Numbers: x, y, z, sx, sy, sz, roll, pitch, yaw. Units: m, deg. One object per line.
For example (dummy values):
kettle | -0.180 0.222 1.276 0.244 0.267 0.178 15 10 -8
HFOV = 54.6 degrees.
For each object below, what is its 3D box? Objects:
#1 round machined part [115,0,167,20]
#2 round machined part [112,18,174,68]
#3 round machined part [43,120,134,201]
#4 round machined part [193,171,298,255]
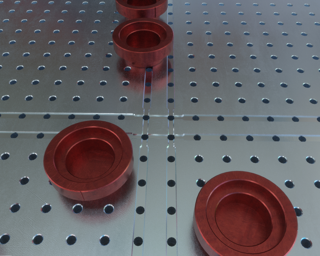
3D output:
round machined part | -0.034 -0.232 0.592 0.099 0.042 0.098 0 50 0
round machined part | -0.027 -0.137 0.512 0.099 0.042 0.098 0 50 0
round machined part | -0.080 0.041 0.362 0.099 0.042 0.098 0 50 0
round machined part | 0.083 0.096 0.316 0.099 0.042 0.098 0 50 0
